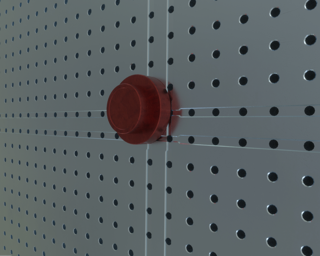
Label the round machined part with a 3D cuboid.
[{"bbox_3d":[-0.036,-0.026,0.429,0.098,0.042,0.097,0,89,41],"label":"round machined part"}]
